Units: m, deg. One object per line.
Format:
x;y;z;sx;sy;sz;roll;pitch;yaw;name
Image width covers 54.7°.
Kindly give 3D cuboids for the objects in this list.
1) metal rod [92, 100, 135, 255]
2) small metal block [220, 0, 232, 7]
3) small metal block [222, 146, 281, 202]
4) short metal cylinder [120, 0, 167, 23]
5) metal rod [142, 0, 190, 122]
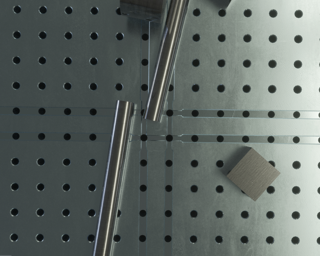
-0.069;0.113;0.412;0.025;0.025;0.298;9;90;0;metal rod
0.090;-0.202;0.414;0.050;0.025;0.050;39;90;0;small metal block
0.121;0.060;0.414;0.050;0.025;0.050;42;90;0;small metal block
-0.016;-0.176;0.386;0.050;0.080;0.080;12;90;0;short metal cylinder
0.024;-0.155;0.413;0.025;0.025;0.298;13;90;0;metal rod
